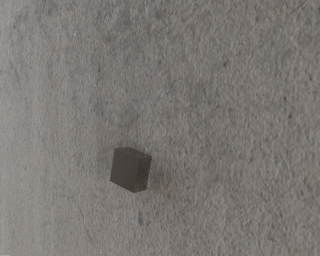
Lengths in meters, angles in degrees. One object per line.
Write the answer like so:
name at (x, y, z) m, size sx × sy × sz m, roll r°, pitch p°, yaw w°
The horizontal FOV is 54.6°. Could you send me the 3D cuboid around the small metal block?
small metal block at (-0.042, 0.058, 0.441) m, size 0.050 × 0.025 × 0.050 m, roll 16°, pitch 101°, yaw 39°
